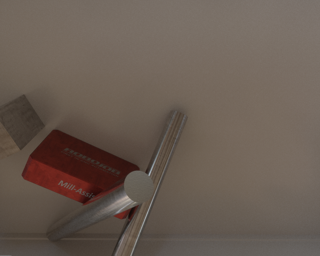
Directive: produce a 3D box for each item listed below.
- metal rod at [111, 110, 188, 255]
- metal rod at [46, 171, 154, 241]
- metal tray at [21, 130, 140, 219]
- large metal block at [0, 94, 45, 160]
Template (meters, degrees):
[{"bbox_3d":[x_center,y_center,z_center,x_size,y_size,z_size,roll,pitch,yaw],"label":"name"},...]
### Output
[{"bbox_3d":[-0.030,0.118,0.380,0.025,0.025,0.299,24,79,-9],"label":"metal rod"},{"bbox_3d":[-0.088,0.102,0.354,0.025,0.025,0.299,35,144,-13],"label":"metal rod"},{"bbox_3d":[-0.093,0.056,0.395,0.131,0.090,0.030,26,108,-10],"label":"metal tray"},{"bbox_3d":[-0.203,0.007,0.382,0.080,0.080,0.050,-24,109,8],"label":"large metal block"}]
